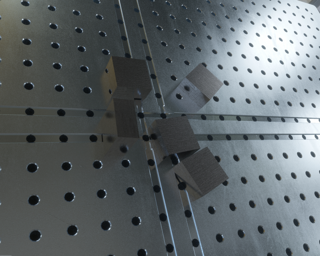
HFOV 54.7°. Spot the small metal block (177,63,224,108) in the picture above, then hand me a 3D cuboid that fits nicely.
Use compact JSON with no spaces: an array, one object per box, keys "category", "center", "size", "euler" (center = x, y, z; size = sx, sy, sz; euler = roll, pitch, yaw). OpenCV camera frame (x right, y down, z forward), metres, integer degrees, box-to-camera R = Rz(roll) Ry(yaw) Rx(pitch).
[{"category":"small metal block","center":[0.064,-0.067,0.486],"size":[0.050,0.025,0.050],"euler":[43,51,1]}]

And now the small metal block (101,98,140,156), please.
[{"category":"small metal block","center":[-0.049,0.000,0.367],"size":[0.025,0.050,0.050],"euler":[4,60,-27]}]

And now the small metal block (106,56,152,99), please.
[{"category":"small metal block","center":[-0.043,-0.070,0.429],"size":[0.050,0.025,0.050],"euler":[1,62,-28]}]

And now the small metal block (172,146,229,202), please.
[{"category":"small metal block","center":[0.053,0.059,0.402],"size":[0.050,0.025,0.050],"euler":[-24,75,-37]}]

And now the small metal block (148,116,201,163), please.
[{"category":"small metal block","center":[0.018,0.014,0.411],"size":[0.050,0.025,0.050],"euler":[-8,66,-32]}]
